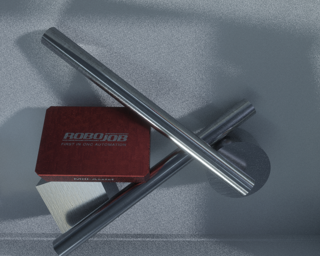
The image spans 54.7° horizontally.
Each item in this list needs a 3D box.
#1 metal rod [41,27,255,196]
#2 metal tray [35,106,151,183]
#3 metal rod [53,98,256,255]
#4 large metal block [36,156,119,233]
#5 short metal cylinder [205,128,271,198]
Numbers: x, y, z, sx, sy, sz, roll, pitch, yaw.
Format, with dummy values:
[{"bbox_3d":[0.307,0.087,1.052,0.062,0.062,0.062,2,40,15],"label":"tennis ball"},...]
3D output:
[{"bbox_3d":[-0.014,-0.019,0.371,0.301,0.025,0.025,37,106,0],"label":"metal rod"},{"bbox_3d":[-0.078,0.020,0.384,0.131,0.030,0.090,1,66,0],"label":"metal tray"},{"bbox_3d":[-0.005,0.061,0.393,0.301,0.025,0.025,-37,107,-3],"label":"metal rod"},{"bbox_3d":[-0.106,0.088,0.424,0.080,0.050,0.080,-18,109,6],"label":"large metal block"},{"bbox_3d":[0.099,0.045,0.414,0.081,0.050,0.079,0,110,-1],"label":"short metal cylinder"}]
